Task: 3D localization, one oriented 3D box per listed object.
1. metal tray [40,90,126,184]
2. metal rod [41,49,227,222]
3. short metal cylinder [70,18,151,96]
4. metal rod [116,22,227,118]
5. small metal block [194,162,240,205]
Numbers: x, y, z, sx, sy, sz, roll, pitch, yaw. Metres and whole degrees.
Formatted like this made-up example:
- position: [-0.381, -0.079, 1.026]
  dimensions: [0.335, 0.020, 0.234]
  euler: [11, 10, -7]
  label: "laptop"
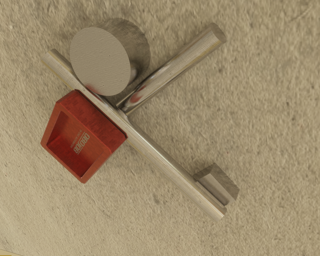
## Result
- position: [-0.110, 0.018, 0.422]
  dimensions: [0.090, 0.030, 0.129]
  euler: [43, 141, -2]
  label: "metal tray"
- position: [-0.031, 0.011, 0.398]
  dimensions: [0.300, 0.025, 0.025]
  euler: [43, 129, -2]
  label: "metal rod"
- position: [-0.058, -0.085, 0.368]
  dimensions: [0.080, 0.050, 0.079]
  euler: [13, 124, 20]
  label: "short metal cylinder"
- position: [-0.039, -0.033, 0.407]
  dimensions: [0.299, 0.025, 0.025]
  euler: [-33, 100, 38]
  label: "metal rod"
- position: [0.070, 0.082, 0.420]
  dimensions: [0.050, 0.025, 0.050]
  euler: [47, 129, -6]
  label: "small metal block"
